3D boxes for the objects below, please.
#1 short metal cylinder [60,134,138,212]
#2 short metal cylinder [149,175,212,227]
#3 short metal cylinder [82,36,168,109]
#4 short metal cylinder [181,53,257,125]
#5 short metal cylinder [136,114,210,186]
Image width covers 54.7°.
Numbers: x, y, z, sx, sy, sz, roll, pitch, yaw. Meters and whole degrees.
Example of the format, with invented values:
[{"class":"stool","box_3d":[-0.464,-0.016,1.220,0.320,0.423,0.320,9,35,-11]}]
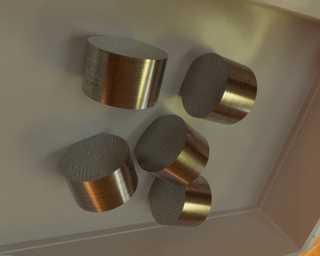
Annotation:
[{"class":"short metal cylinder","box_3d":[-0.070,0.052,0.368,0.081,0.080,0.050,-22,127,-15]},{"class":"short metal cylinder","box_3d":[0.029,0.103,0.454,0.050,0.080,0.080,17,109,-35]},{"class":"short metal cylinder","box_3d":[-0.036,-0.059,0.318,0.081,0.080,0.050,-1,119,-29]},{"class":"short metal cylinder","box_3d":[0.072,-0.047,0.385,0.050,0.080,0.079,11,113,-34]},{"class":"short metal cylinder","box_3d":[0.016,0.029,0.402,0.080,0.080,0.050,-48,129,6]}]
